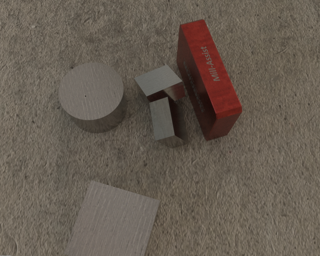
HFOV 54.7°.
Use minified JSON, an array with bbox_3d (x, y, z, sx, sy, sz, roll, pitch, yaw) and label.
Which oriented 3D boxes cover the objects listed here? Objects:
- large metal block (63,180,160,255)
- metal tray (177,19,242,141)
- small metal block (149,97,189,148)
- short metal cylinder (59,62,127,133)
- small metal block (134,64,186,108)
[{"bbox_3d":[-0.050,0.113,0.353,0.080,0.050,0.080,16,71,5],"label":"large metal block"},{"bbox_3d":[0.057,-0.058,0.395,0.030,0.090,0.130,-16,71,-6],"label":"metal tray"},{"bbox_3d":[0.012,-0.005,0.394,0.025,0.050,0.050,-17,69,20],"label":"small metal block"},{"bbox_3d":[-0.086,-0.039,0.408,0.081,0.050,0.080,0,70,0],"label":"short metal cylinder"},{"bbox_3d":[-0.001,-0.055,0.417,0.050,0.025,0.050,-24,43,-9],"label":"small metal block"}]
